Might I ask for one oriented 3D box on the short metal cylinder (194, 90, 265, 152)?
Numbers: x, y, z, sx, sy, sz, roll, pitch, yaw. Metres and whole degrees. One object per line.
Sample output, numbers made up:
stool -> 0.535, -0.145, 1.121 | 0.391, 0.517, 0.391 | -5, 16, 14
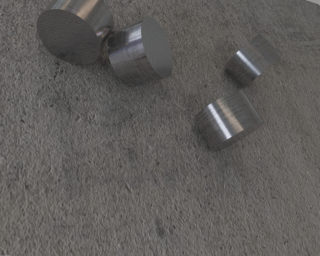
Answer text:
short metal cylinder -> 0.094, -0.008, 0.424 | 0.081, 0.080, 0.050 | -18, 71, -35

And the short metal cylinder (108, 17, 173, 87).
short metal cylinder -> -0.024, -0.099, 0.411 | 0.080, 0.050, 0.080 | 33, 51, -53

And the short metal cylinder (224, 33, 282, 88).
short metal cylinder -> 0.155, -0.112, 0.520 | 0.050, 0.080, 0.080 | 48, 51, 5

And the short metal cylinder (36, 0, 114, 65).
short metal cylinder -> -0.104, -0.126, 0.389 | 0.080, 0.080, 0.050 | 26, 53, -12
